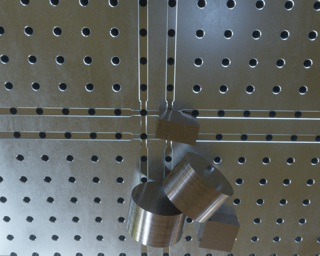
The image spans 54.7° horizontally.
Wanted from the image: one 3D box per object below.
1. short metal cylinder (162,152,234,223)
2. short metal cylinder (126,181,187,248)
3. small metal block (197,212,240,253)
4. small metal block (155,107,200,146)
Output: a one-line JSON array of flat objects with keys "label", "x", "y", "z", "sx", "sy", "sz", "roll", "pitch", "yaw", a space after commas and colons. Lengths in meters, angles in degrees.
[{"label": "short metal cylinder", "x": 0.050, "y": 0.077, "z": 0.413, "sx": 0.080, "sy": 0.080, "sz": 0.050, "roll": 35, "pitch": 106, "yaw": -12}, {"label": "short metal cylinder", "x": -0.003, "y": 0.117, "z": 0.427, "sx": 0.081, "sy": 0.080, "sz": 0.050, "roll": 10, "pitch": 110, "yaw": -4}, {"label": "small metal block", "x": 0.088, "y": 0.158, "z": 0.472, "sx": 0.050, "sy": 0.025, "sz": 0.050, "roll": 11, "pitch": 110, "yaw": -4}, {"label": "small metal block", "x": 0.021, "y": -0.003, "z": 0.399, "sx": 0.050, "sy": 0.050, "sz": 0.025, "roll": 11, "pitch": 110, "yaw": -4}]
